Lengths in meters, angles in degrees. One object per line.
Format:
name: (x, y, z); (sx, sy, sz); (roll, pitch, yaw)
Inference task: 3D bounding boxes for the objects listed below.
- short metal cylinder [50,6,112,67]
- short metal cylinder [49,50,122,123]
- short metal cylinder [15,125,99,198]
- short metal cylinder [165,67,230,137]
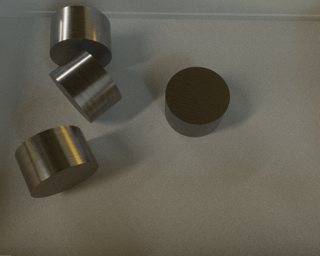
short metal cylinder: (-0.107, -0.119, 0.423); (0.081, 0.080, 0.050); (-5, 70, -2)
short metal cylinder: (-0.095, -0.053, 0.399); (0.050, 0.080, 0.080); (-41, 75, -13)
short metal cylinder: (-0.120, 0.040, 0.365); (0.080, 0.080, 0.050); (-27, 73, -10)
short metal cylinder: (0.047, -0.033, 0.409); (0.081, 0.050, 0.080); (0, 70, 0)
